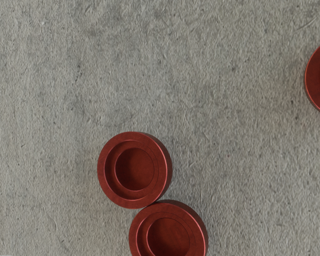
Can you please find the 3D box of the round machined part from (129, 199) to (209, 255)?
[{"bbox_3d":[0.013,0.140,0.395,0.098,0.042,0.097,0,90,19],"label":"round machined part"}]

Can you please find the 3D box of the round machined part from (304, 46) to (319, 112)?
[{"bbox_3d":[0.207,-0.055,0.327,0.098,0.042,0.097,0,90,20],"label":"round machined part"}]

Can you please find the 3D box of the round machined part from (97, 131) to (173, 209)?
[{"bbox_3d":[-0.030,0.054,0.409,0.098,0.042,0.097,-1,88,21],"label":"round machined part"}]
